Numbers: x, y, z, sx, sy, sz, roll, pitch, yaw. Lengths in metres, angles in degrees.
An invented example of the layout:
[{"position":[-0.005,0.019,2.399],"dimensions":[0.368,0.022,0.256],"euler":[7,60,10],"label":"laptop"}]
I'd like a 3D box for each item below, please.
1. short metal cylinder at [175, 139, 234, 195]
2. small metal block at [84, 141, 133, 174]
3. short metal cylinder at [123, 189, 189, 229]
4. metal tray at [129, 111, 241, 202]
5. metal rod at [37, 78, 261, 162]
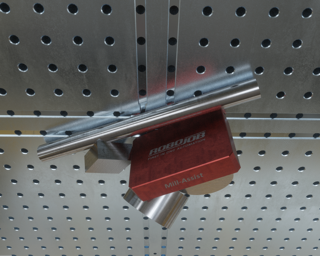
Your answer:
[{"position":[0.056,0.051,0.427],"dimensions":[0.081,0.050,0.080],"euler":[-3,139,-3],"label":"short metal cylinder"},{"position":[-0.071,0.042,0.425],"dimensions":[0.050,0.025,0.050],"euler":[7,149,-31],"label":"small metal block"},{"position":[-0.006,0.101,0.448],"dimensions":[0.080,0.080,0.050],"euler":[39,78,-29],"label":"short metal cylinder"},{"position":[0.027,0.032,0.392],"dimensions":[0.130,0.090,0.030],"euler":[-21,127,16],"label":"metal tray"},{"position":[-0.024,-0.006,0.402],"dimensions":[0.301,0.025,0.025],"euler":[-17,128,13],"label":"metal rod"}]
